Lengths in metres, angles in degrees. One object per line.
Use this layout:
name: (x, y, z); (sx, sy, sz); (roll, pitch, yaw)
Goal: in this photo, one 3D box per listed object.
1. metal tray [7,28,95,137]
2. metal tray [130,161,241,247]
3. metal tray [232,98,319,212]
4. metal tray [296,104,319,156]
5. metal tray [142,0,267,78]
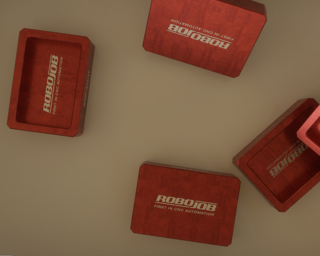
metal tray: (-0.141, -0.058, 0.407); (0.091, 0.030, 0.129); (8, 90, 0)
metal tray: (0.033, 0.099, 0.409); (0.131, 0.030, 0.089); (9, 90, 0)
metal tray: (0.175, 0.035, 0.409); (0.130, 0.030, 0.090); (-42, 90, 0)
metal tray: (0.228, -0.011, 0.341); (0.030, 0.129, 0.090); (-19, 55, -39)
metal tray: (0.051, -0.122, 0.381); (0.131, 0.089, 0.030); (17, 45, 0)
